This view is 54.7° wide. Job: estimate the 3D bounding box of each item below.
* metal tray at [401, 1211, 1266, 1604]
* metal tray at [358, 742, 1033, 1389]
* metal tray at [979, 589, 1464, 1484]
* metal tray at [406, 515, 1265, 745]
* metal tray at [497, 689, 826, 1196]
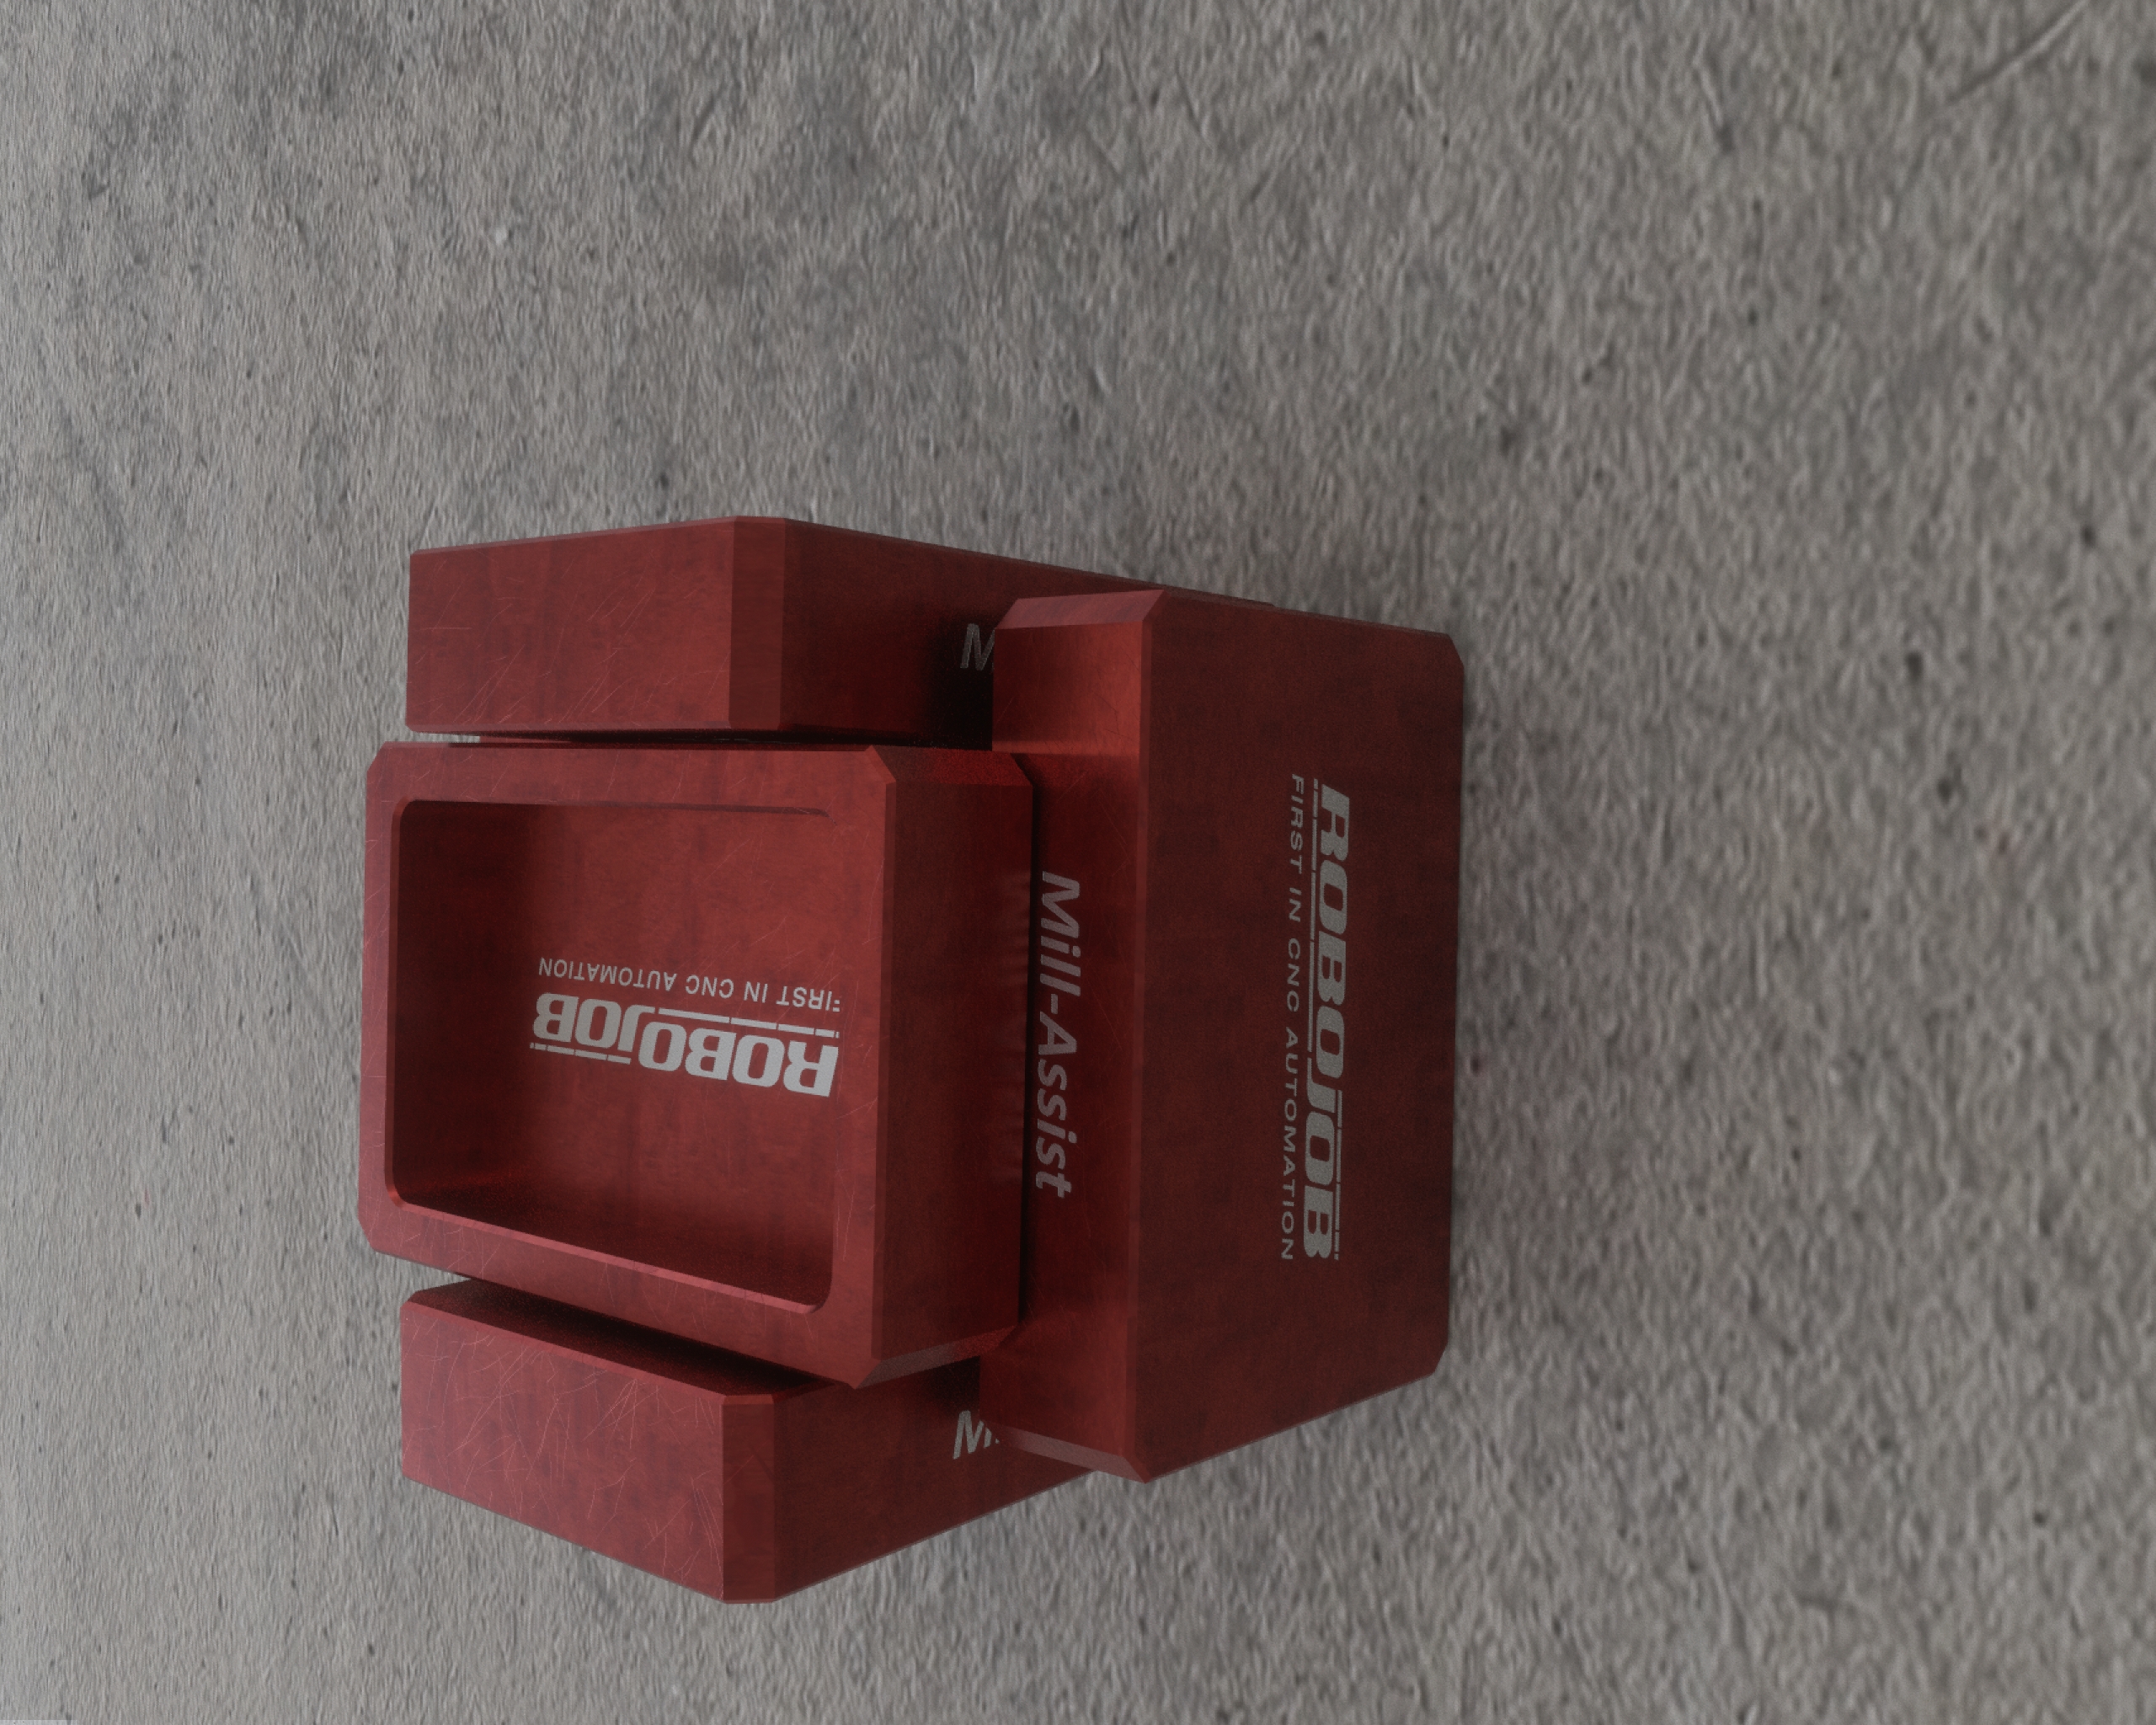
[{"bbox_3d":[-0.038,0.086,0.368,0.090,0.131,0.030,3,94,40],"label":"metal tray"},{"bbox_3d":[-0.067,0.026,0.337,0.130,0.030,0.089,3,92,40],"label":"metal tray"},{"bbox_3d":[0.026,0.025,0.340,0.030,0.091,0.129,2,91,40],"label":"metal tray"},{"bbox_3d":[-0.037,-0.035,0.367,0.090,0.131,0.030,3,91,40],"label":"metal tray"},{"bbox_3d":[-0.074,0.029,0.423,0.030,0.091,0.129,-1,90,40],"label":"metal tray"}]
